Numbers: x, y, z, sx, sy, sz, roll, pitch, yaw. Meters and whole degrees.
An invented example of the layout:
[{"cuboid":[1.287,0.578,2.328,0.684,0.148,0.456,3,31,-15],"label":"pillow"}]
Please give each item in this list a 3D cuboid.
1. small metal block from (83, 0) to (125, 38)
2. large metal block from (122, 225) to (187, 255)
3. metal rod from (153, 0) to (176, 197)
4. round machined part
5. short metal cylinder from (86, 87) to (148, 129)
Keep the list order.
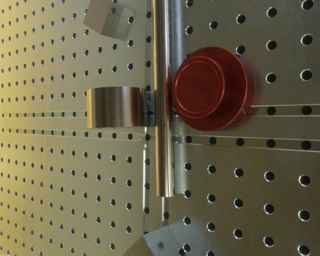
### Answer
[{"cuboid":[-0.088,-0.174,0.479,0.050,0.025,0.050,38,113,33],"label":"small metal block"},{"cuboid":[-0.006,0.187,0.397,0.080,0.050,0.080,-51,60,27],"label":"large metal block"},{"cuboid":[0.005,-0.062,0.403,0.025,0.025,0.298,-2,89,39],"label":"metal rod"},{"cuboid":[0.053,-0.044,0.353,0.098,0.042,0.097,0,90,39],"label":"round machined part"},{"cuboid":[-0.057,-0.025,0.419,0.080,0.081,0.050,-3,88,39],"label":"short metal cylinder"}]
